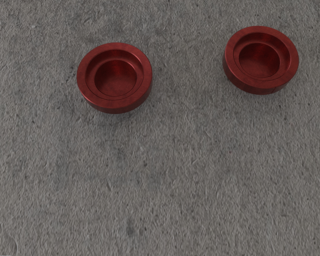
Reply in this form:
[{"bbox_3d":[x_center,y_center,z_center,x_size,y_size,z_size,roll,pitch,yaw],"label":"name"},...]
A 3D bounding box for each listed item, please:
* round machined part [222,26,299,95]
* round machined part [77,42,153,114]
[{"bbox_3d":[0.136,-0.089,0.433,0.099,0.042,0.098,0,70,0],"label":"round machined part"},{"bbox_3d":[-0.059,-0.064,0.422,0.099,0.042,0.098,0,70,0],"label":"round machined part"}]
